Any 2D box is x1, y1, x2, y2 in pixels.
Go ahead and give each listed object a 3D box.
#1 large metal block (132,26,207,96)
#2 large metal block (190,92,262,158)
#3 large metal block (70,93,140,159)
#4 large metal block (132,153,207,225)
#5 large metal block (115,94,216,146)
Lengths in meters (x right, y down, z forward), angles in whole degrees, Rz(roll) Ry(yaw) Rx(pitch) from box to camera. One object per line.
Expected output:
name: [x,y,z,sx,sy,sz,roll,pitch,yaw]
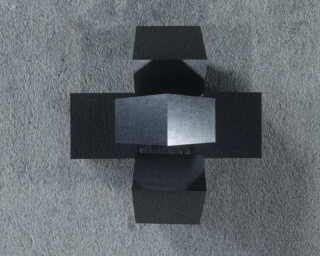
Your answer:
large metal block: [0.011,-0.083,0.378,0.081,0.080,0.050,0,134,0]
large metal block: [0.082,-0.004,0.397,0.081,0.050,0.079,0,90,-1]
large metal block: [-0.068,-0.003,0.398,0.081,0.050,0.079,0,90,-1]
large metal block: [0.010,0.076,0.378,0.081,0.080,0.050,1,47,0]
large metal block: [0.006,-0.008,0.351,0.080,0.081,0.050,0,90,44]
